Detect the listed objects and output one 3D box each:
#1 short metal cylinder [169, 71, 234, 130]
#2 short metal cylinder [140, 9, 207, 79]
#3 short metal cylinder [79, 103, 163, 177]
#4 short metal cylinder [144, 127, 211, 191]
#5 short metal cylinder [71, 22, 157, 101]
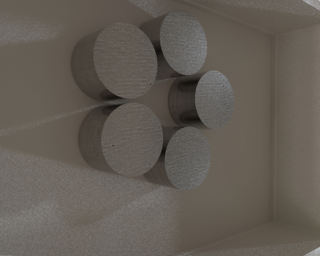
[{"bbox_3d":[0.059,-0.038,0.437,0.081,0.050,0.080,0,90,-40],"label":"short metal cylinder"},{"bbox_3d":[0.015,-0.105,0.399,0.081,0.050,0.080,0,90,-40],"label":"short metal cylinder"},{"bbox_3d":[-0.043,0.012,0.351,0.081,0.050,0.080,0,90,-40],"label":"short metal cylinder"},{"bbox_3d":[0.020,0.038,0.405,0.081,0.050,0.080,0,90,-40],"label":"short metal cylinder"},{"bbox_3d":[-0.050,-0.071,0.346,0.081,0.050,0.080,0,90,-40],"label":"short metal cylinder"}]
